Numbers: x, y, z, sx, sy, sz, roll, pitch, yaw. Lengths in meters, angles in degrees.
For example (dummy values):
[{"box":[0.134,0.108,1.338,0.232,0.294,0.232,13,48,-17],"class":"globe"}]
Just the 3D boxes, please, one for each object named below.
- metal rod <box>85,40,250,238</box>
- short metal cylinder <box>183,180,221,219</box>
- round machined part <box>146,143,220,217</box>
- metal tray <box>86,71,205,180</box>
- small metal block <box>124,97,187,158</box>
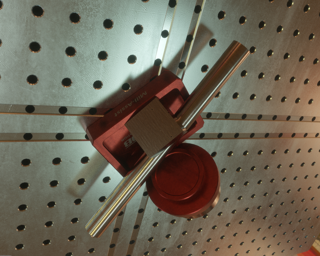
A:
[{"box":[0.004,0.020,0.388,0.025,0.025,0.299,32,100,-39],"class":"metal rod"},{"box":[0.041,0.083,0.450,0.080,0.080,0.050,-37,130,-4],"class":"short metal cylinder"},{"box":[0.027,0.065,0.407,0.098,0.098,0.042,-39,152,-2],"class":"round machined part"},{"box":[-0.015,-0.001,0.400,0.130,0.030,0.090,-37,130,-4],"class":"metal tray"},{"box":[-0.005,0.000,0.366,0.050,0.050,0.025,-40,168,11],"class":"small metal block"}]
